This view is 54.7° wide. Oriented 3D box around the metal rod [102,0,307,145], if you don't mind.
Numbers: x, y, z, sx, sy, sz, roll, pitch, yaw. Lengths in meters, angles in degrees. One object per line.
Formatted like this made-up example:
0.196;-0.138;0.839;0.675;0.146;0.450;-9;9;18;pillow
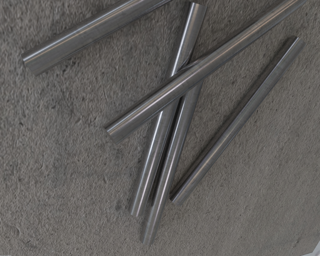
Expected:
0.063;-0.080;0.363;0.301;0.025;0.025;-37;130;-14;metal rod

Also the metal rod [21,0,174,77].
0.000;-0.139;0.320;0.301;0.025;0.025;-32;129;-8;metal rod

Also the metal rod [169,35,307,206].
0.110;-0.004;0.463;0.025;0.025;0.299;28;103;-38;metal rod

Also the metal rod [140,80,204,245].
0.013;0.052;0.445;0.025;0.025;0.298;0;118;-29;metal rod

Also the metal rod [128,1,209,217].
0.003;-0.007;0.403;0.025;0.025;0.298;2;117;-30;metal rod
